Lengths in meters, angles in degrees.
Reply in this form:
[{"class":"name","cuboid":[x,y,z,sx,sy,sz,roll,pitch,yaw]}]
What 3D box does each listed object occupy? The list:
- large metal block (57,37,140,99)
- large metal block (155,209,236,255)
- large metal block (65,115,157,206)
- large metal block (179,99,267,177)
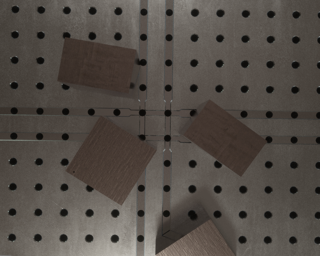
[{"class":"large metal block","cuboid":[-0.071,-0.070,0.385,0.080,0.080,0.050,10,90,-1]},{"class":"large metal block","cuboid":[0.050,0.166,0.402,0.080,0.050,0.080,-33,90,0]},{"class":"large metal block","cuboid":[-0.059,0.039,0.400,0.080,0.050,0.080,32,90,-1]},{"class":"large metal block","cuboid":[0.073,0.011,0.387,0.080,0.080,0.050,36,90,-1]}]
